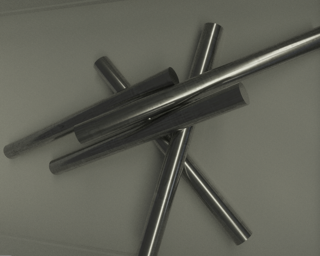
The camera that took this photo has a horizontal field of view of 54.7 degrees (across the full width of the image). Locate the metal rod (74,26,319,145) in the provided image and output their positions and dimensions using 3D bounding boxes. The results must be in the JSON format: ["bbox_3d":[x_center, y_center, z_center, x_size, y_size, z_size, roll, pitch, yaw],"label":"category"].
[{"bbox_3d":[0.045,-0.048,0.355,0.301,0.025,0.025,-22,83,3],"label":"metal rod"}]

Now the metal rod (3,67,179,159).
[{"bbox_3d":[-0.110,-0.012,0.429,0.300,0.025,0.025,-21,83,25],"label":"metal rod"}]

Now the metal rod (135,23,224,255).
[{"bbox_3d":[0.024,0.017,0.377,0.025,0.025,0.299,15,86,19],"label":"metal rod"}]

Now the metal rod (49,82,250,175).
[{"bbox_3d":[-0.035,0.012,0.389,0.300,0.025,0.025,-21,83,30],"label":"metal rod"}]

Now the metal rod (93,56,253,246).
[{"bbox_3d":[0.009,0.021,0.406,0.025,0.025,0.300,-43,77,15],"label":"metal rod"}]
